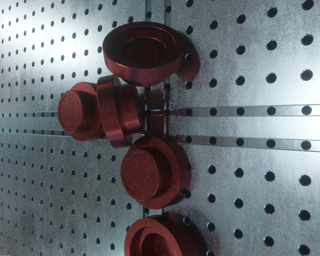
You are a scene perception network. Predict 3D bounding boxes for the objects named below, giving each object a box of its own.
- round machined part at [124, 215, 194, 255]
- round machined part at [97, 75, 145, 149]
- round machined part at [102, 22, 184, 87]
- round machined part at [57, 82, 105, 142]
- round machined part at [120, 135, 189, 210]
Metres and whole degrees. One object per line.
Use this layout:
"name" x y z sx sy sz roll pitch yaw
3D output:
"round machined part" 0.004 0.159 0.393 0.098 0.042 0.097 0 90 39
"round machined part" -0.048 -0.024 0.412 0.042 0.098 0.097 -12 81 3
"round machined part" -0.020 -0.089 0.389 0.098 0.099 0.042 45 152 30
"round machined part" -0.129 -0.026 0.502 0.098 0.042 0.097 0 90 39
"round machined part" -0.014 0.059 0.408 0.098 0.042 0.097 0 90 39
